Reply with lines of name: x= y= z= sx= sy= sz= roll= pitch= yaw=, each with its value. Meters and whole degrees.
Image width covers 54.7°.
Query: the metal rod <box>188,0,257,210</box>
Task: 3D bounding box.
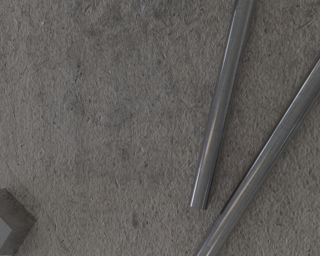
metal rod: x=0.080 y=-0.047 z=0.380 sx=0.025 sy=0.025 sz=0.298 roll=14 pitch=95 yaw=19

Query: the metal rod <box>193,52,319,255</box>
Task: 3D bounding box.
metal rod: x=0.122 y=0.041 z=0.365 sx=0.025 sy=0.025 sz=0.299 roll=32 pitch=100 yaw=17

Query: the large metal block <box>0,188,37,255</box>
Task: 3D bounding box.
large metal block: x=-0.256 y=0.155 z=0.486 sx=0.080 sy=0.050 sz=0.080 roll=37 pitch=102 yaw=16
